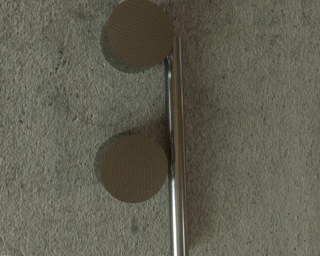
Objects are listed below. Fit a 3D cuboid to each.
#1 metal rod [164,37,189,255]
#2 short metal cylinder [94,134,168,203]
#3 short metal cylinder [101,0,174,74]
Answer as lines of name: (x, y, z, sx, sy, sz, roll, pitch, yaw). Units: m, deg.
metal rod: (0.022, 0.031, 0.417, 0.025, 0.025, 0.298, -2, 91, -20)
short metal cylinder: (-0.037, 0.047, 0.382, 0.081, 0.050, 0.079, 0, 90, -20)
short metal cylinder: (-0.030, -0.111, 0.384, 0.081, 0.050, 0.079, 0, 90, -20)
